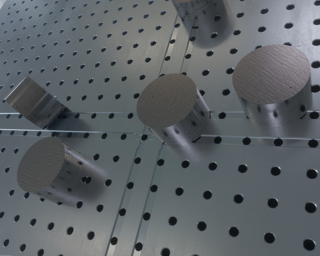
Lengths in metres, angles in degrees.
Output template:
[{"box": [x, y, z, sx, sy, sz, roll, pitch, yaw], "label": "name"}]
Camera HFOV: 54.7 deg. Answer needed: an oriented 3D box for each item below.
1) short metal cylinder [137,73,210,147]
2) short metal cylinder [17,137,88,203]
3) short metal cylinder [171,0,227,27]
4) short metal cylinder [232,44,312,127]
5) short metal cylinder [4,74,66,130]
[{"box": [0.018, -0.023, 0.397, 0.080, 0.050, 0.080, -13, 56, 21], "label": "short metal cylinder"}, {"box": [-0.150, 0.059, 0.435, 0.080, 0.050, 0.080, -13, 56, 21], "label": "short metal cylinder"}, {"box": [0.060, -0.208, 0.488, 0.080, 0.050, 0.080, -13, 56, 21], "label": "short metal cylinder"}, {"box": [0.129, -0.048, 0.354, 0.080, 0.050, 0.080, -13, 56, 21], "label": "short metal cylinder"}, {"box": [-0.201, -0.041, 0.504, 0.080, 0.080, 0.050, 34, 81, 38], "label": "short metal cylinder"}]
